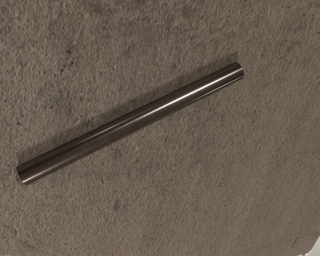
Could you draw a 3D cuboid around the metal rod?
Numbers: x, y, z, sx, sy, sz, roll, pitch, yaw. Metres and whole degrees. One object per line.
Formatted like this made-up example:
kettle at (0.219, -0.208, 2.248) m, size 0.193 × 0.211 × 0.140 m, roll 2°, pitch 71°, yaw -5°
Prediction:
metal rod at (-0.026, -0.011, 0.386) m, size 0.302 × 0.025 × 0.025 m, roll -27°, pitch 128°, yaw -12°
